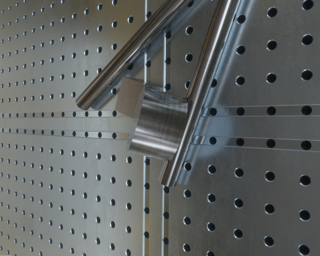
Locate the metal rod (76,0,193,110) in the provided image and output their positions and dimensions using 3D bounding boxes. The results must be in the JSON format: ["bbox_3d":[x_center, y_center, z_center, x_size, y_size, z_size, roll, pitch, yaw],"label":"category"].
[{"bbox_3d":[-0.030,-0.118,0.431,0.299,0.025,0.025,-39,67,33],"label":"metal rod"}]

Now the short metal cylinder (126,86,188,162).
[{"bbox_3d":[-0.005,-0.005,0.369,0.080,0.050,0.080,-164,89,-80],"label":"short metal cylinder"}]

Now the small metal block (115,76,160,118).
[{"bbox_3d":[-0.032,-0.041,0.434,0.050,0.025,0.050,25,106,37],"label":"small metal block"}]

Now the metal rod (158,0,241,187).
[{"bbox_3d":[0.053,-0.068,0.363,0.025,0.025,0.298,28,107,36],"label":"metal rod"}]
